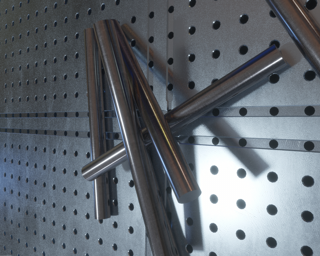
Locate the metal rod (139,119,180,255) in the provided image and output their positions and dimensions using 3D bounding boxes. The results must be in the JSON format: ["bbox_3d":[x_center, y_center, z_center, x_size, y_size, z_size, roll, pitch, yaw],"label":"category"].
[{"bbox_3d":[-0.021,0.059,0.427,0.025,0.025,0.299,-28,72,36],"label":"metal rod"}]

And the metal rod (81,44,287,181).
[{"bbox_3d":[0.009,-0.004,0.380,0.299,0.025,0.025,-32,70,28],"label":"metal rod"}]

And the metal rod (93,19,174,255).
[{"bbox_3d":[-0.031,0.019,0.375,0.025,0.025,0.299,-14,90,39],"label":"metal rod"}]

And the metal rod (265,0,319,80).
[{"bbox_3d":[0.127,-0.116,0.305,0.025,0.025,0.299,-38,67,34],"label":"metal rod"}]

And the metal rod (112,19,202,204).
[{"bbox_3d":[-0.022,-0.044,0.386,0.025,0.025,0.299,-48,49,29],"label":"metal rod"}]

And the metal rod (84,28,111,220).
[{"bbox_3d":[-0.100,-0.009,0.493,0.025,0.025,0.299,-7,86,40],"label":"metal rod"}]
